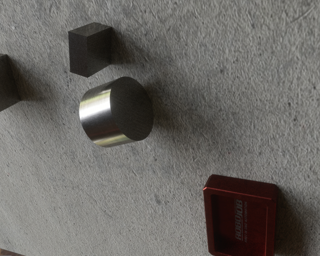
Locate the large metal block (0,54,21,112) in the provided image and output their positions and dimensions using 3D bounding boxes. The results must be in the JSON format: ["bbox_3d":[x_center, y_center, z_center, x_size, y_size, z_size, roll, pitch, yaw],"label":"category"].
[{"bbox_3d":[-0.281,-0.074,0.493,0.080,0.050,0.079,10,123,22],"label":"large metal block"}]

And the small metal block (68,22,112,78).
[{"bbox_3d":[-0.084,-0.096,0.376,0.025,0.050,0.050,20,126,16],"label":"small metal block"}]

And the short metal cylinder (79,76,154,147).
[{"bbox_3d":[-0.052,-0.019,0.387,0.050,0.080,0.080,-14,111,34],"label":"short metal cylinder"}]

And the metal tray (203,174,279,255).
[{"bbox_3d":[0.111,0.130,0.425,0.090,0.030,0.129,6,121,25],"label":"metal tray"}]
